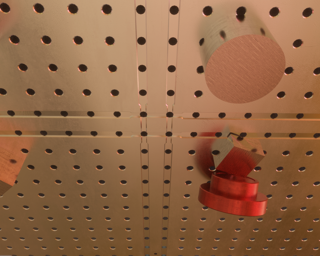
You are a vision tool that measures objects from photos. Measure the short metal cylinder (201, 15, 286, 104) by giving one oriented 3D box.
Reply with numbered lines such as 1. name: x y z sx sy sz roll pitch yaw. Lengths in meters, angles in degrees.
1. short metal cylinder: 0.086 -0.073 0.334 0.081 0.050 0.079 0 130 0

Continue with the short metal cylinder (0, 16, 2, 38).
1. short metal cylinder: -0.209 -0.101 0.307 0.081 0.050 0.079 0 130 0

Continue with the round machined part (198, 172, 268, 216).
1. round machined part: 0.108 0.093 0.457 0.099 0.098 0.042 8 93 -7

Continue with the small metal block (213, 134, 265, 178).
1. small metal block: 0.113 0.041 0.448 0.050 0.025 0.050 18 128 -15

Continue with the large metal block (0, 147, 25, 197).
1. large metal block: -0.261 0.063 0.447 0.080 0.050 0.080 -36 122 26
